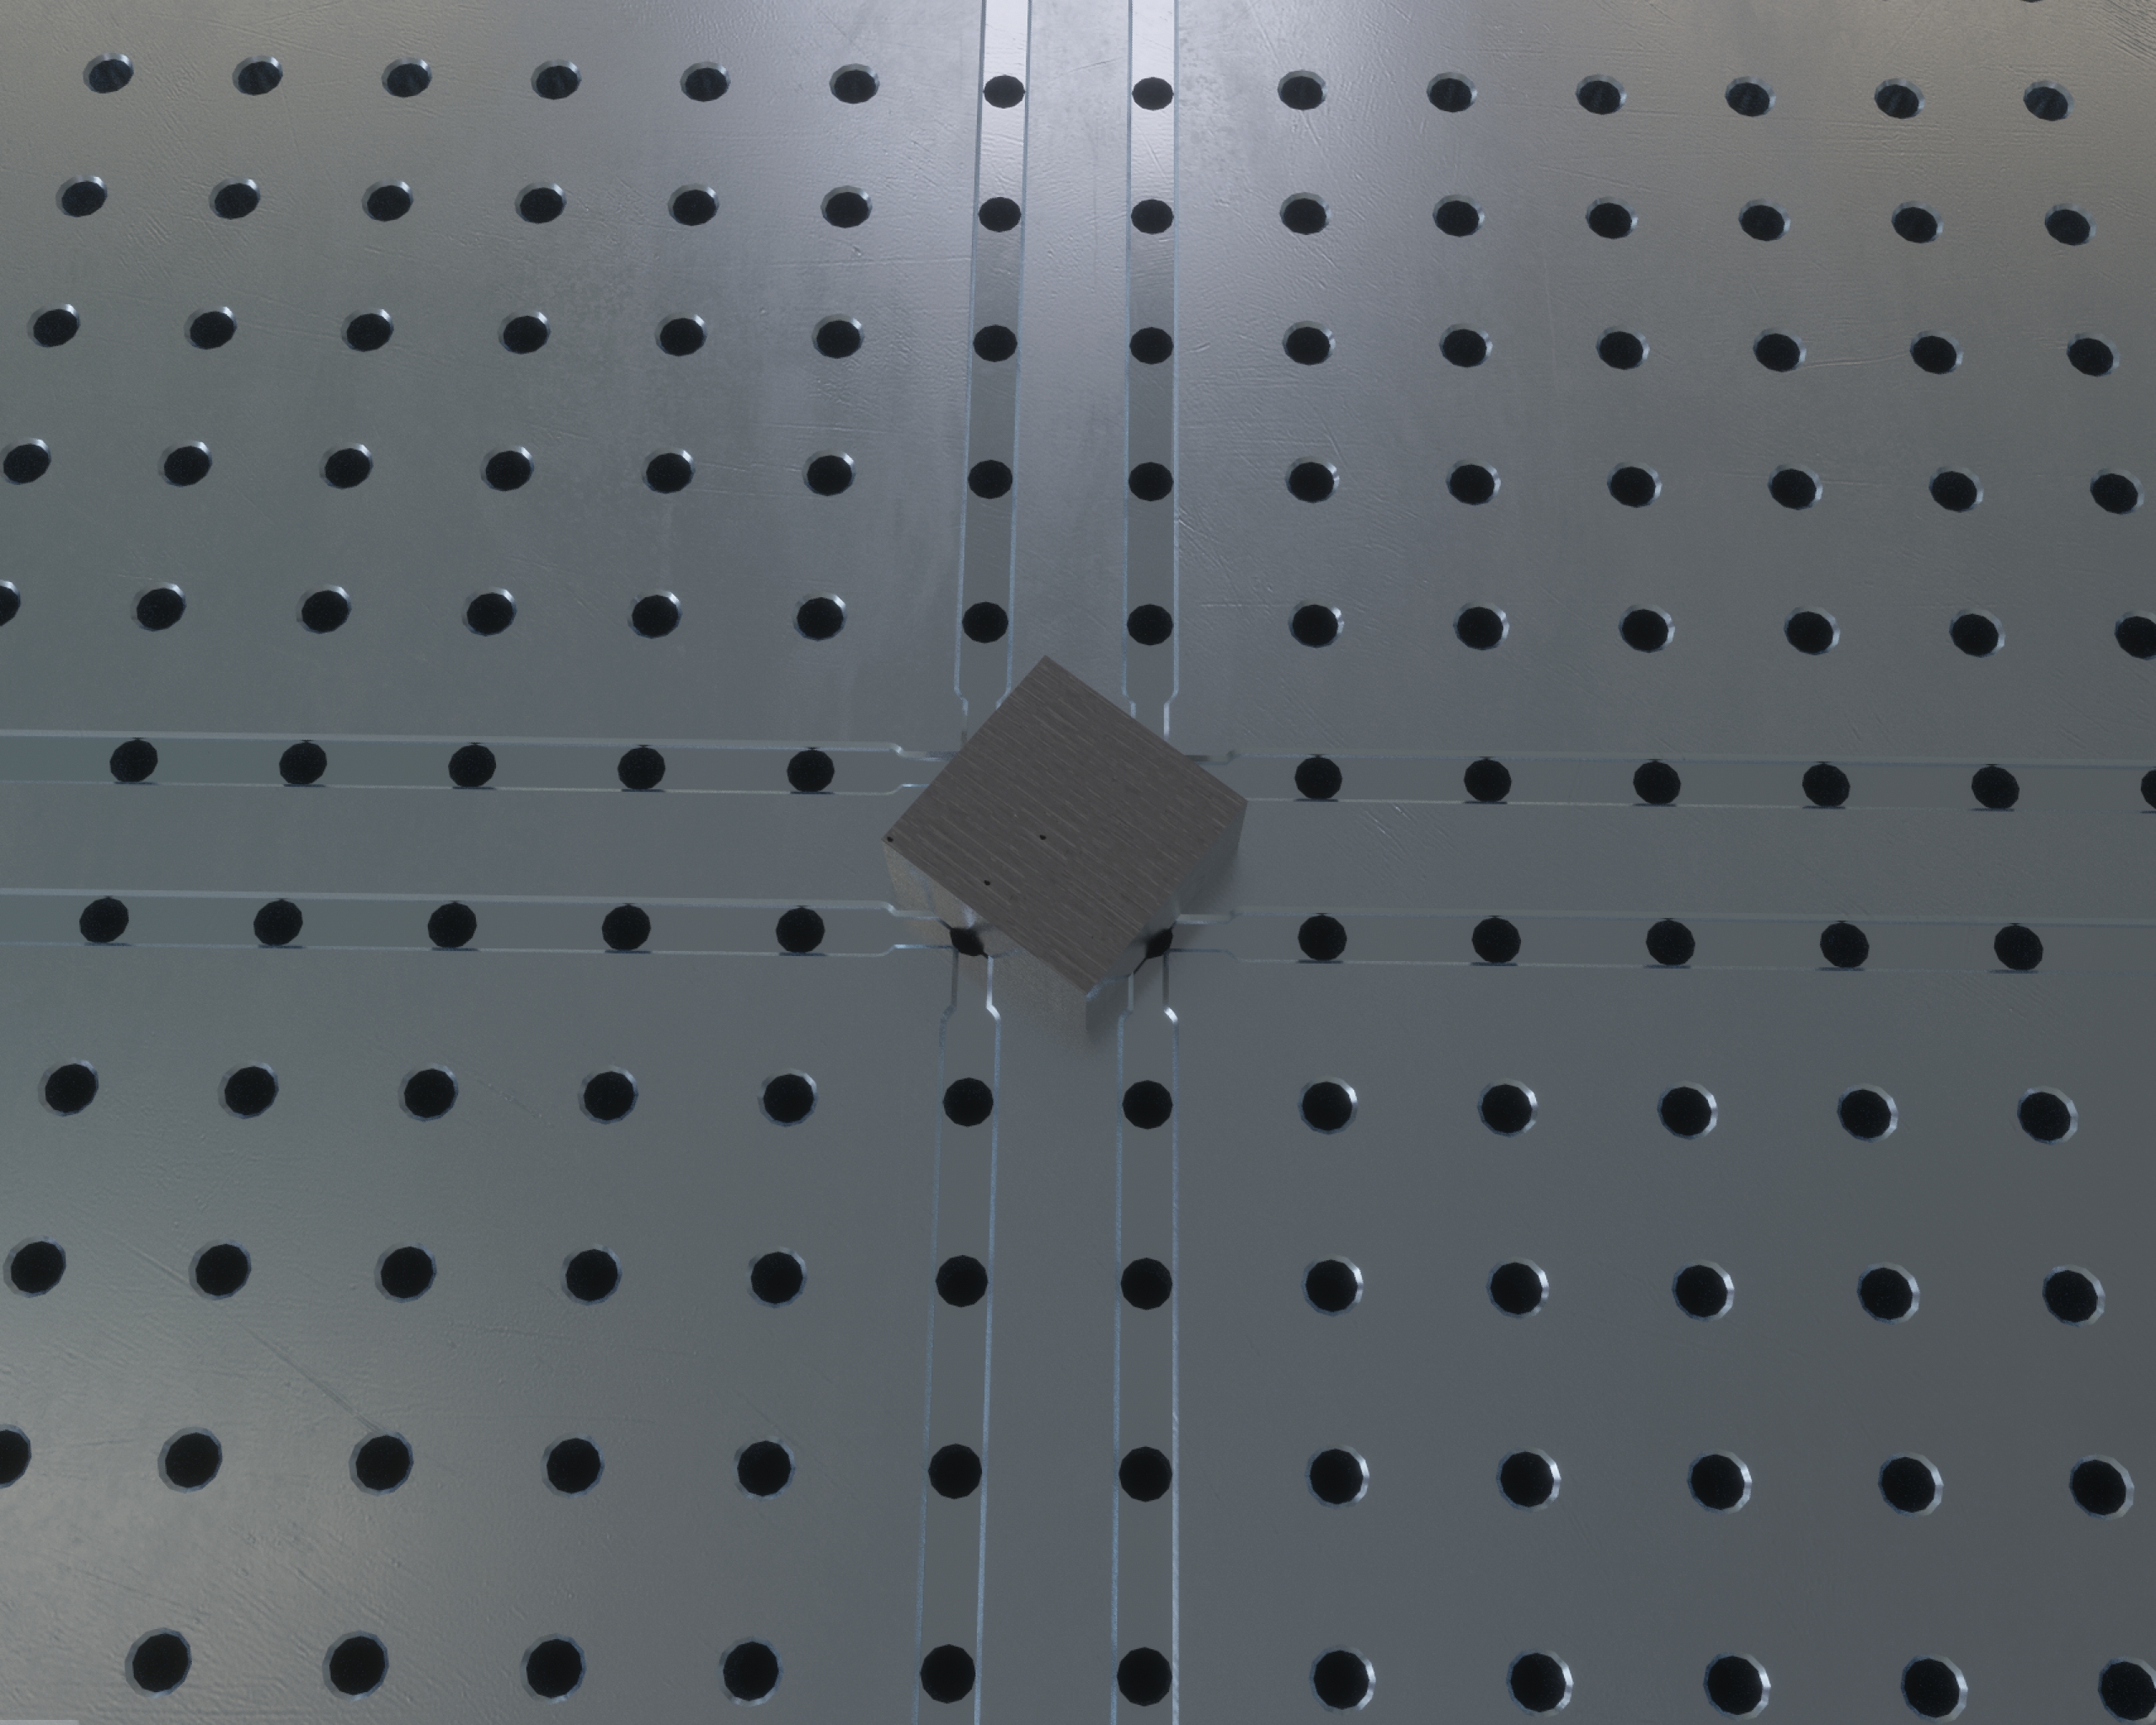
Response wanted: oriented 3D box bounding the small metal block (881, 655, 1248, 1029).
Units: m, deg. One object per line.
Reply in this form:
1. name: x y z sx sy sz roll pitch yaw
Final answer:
1. small metal block: -0.002 -0.004 0.413 0.050 0.025 0.050 37 74 12
